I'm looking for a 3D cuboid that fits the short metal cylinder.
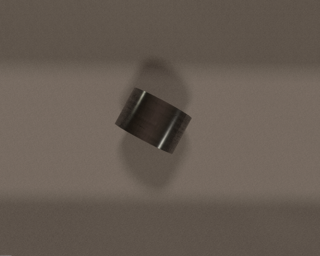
[{"bbox_3d":[-0.008,-0.009,0.384,0.080,0.080,0.050,28,90,-1],"label":"short metal cylinder"}]
